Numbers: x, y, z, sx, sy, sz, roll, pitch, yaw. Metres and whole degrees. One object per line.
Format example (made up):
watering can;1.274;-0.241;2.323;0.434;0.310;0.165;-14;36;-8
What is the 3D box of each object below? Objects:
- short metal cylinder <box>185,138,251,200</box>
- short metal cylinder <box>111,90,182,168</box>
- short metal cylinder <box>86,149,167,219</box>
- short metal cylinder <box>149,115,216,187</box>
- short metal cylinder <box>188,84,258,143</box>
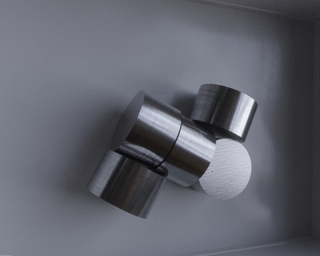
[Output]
short metal cylinder;0.076;0.053;0.425;0.081;0.050;0.079;0;90;-21
short metal cylinder;-0.018;0.002;0.374;0.050;0.080;0.080;27;81;-18
short metal cylinder;-0.039;0.065;0.366;0.080;0.080;0.050;31;80;-18
short metal cylinder;0.025;0.027;0.391;0.050;0.080;0.080;28;81;-18
short metal cylinder;0.082;-0.018;0.411;0.080;0.080;0.050;24;82;-19
